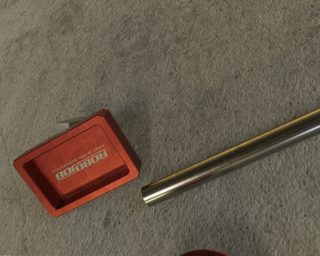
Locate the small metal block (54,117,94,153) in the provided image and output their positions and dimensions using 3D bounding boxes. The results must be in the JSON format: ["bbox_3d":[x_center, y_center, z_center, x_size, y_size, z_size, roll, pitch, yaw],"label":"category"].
[{"bbox_3d":[-0.113,0.013,0.424,0.025,0.050,0.050,1,102,29],"label":"small metal block"}]

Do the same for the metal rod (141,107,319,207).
[{"bbox_3d":[0.117,0.016,0.332,0.301,0.025,0.025,-26,53,11],"label":"metal rod"}]

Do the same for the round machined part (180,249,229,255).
[{"bbox_3d":[0.045,0.161,0.270,0.098,0.042,0.098,-13,56,20],"label":"round machined part"}]

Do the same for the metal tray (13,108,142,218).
[{"bbox_3d":[-0.100,0.045,0.385,0.130,0.090,0.030,-28,15,10],"label":"metal tray"}]
